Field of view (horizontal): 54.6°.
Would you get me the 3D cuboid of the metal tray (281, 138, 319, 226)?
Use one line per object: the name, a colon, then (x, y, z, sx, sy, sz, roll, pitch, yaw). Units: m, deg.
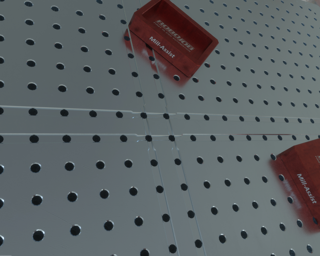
metal tray: (0.260, 0.084, 0.492, 0.091, 0.030, 0.130, -10, 67, -32)

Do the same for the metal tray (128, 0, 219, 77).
metal tray: (0.025, -0.154, 0.511, 0.130, 0.030, 0.090, 39, 51, -2)
